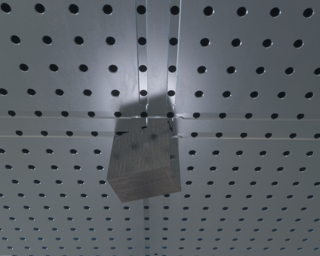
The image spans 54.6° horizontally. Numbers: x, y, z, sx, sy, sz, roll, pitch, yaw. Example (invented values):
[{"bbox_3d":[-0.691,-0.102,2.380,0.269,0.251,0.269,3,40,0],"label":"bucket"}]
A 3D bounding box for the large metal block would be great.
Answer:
[{"bbox_3d":[-0.019,0.045,0.414,0.080,0.080,0.050,-13,129,11],"label":"large metal block"}]
